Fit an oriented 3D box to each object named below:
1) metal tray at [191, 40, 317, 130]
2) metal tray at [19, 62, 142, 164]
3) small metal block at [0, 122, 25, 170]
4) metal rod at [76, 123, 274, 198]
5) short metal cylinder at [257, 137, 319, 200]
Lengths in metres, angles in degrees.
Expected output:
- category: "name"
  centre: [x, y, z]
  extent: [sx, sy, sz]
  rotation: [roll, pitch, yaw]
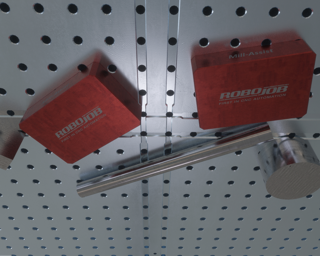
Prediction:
- category: "metal tray"
  centre: [0.107, -0.048, 0.369]
  extent: [0.131, 0.030, 0.090]
  rotation: [-8, 130, 6]
- category: "metal tray"
  centre: [-0.100, -0.013, 0.396]
  extent: [0.130, 0.030, 0.090]
  rotation: [-29, 125, 22]
- category: "small metal block"
  centre: [-0.216, 0.021, 0.411]
  extent: [0.050, 0.050, 0.025]
  rotation: [30, 124, -23]
- category: "metal rod"
  centre: [0.012, 0.052, 0.455]
  extent: [0.301, 0.025, 0.025]
  rotation: [-19, 128, 15]
- category: "short metal cylinder"
  centre: [0.188, 0.059, 0.447]
  extent: [0.081, 0.050, 0.079]
  rotation: [0, 130, 0]
